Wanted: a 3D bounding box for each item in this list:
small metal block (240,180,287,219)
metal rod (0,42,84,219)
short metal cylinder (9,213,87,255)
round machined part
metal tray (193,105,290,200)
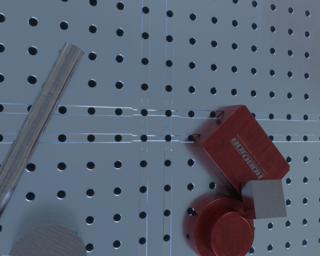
[{"bbox_3d":[0.142,0.098,0.426,0.050,0.025,0.050,2,75,-20],"label":"small metal block"},{"bbox_3d":[-0.164,0.039,0.352,0.025,0.025,0.299,27,81,-18],"label":"metal rod"},{"bbox_3d":[-0.127,0.143,0.353,0.081,0.050,0.080,0,90,-20],"label":"short metal cylinder"},{"bbox_3d":[0.093,0.147,0.438,0.099,0.042,0.097,0,90,-20],"label":"round machined part"},{"bbox_3d":[0.122,0.042,0.455,0.090,0.030,0.130,-43,104,-15],"label":"metal tray"}]
